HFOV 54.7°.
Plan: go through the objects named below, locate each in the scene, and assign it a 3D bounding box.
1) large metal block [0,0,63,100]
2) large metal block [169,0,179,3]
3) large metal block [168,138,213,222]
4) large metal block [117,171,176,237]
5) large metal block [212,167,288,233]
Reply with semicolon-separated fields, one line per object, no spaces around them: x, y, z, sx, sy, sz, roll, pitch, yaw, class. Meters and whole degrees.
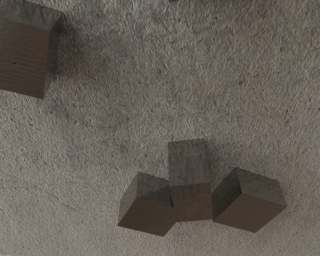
-0.151;-0.085;0.317;0.081;0.050;0.079;14;129;-12;large metal block
0.038;-0.160;0.255;0.080;0.050;0.080;-10;130;8;large metal block
0.042;0.073;0.433;0.050;0.080;0.080;-7;130;6;large metal block
-0.014;0.124;0.496;0.080;0.050;0.079;19;128;-16;large metal block
0.136;0.116;0.490;0.080;0.050;0.079;19;128;-16;large metal block
